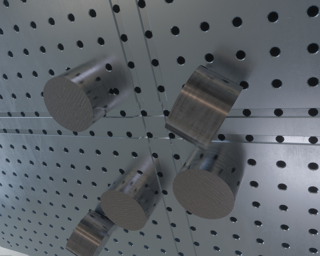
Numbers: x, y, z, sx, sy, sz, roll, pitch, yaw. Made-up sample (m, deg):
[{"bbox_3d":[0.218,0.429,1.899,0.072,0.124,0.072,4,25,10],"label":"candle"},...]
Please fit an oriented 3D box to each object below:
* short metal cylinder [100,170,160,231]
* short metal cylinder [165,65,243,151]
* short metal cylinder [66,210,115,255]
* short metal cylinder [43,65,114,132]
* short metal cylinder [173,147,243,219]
[{"bbox_3d":[-0.047,0.114,0.490,0.080,0.050,0.079,13,124,21],"label":"short metal cylinder"},{"bbox_3d":[0.048,-0.021,0.337,0.050,0.080,0.079,30,128,9],"label":"short metal cylinder"},{"bbox_3d":[-0.125,0.198,0.564,0.050,0.080,0.079,30,128,9],"label":"short metal cylinder"},{"bbox_3d":[-0.112,-0.041,0.428,0.080,0.050,0.079,13,124,21],"label":"short metal cylinder"},{"bbox_3d":[0.063,0.072,0.406,0.080,0.050,0.079,13,124,21],"label":"short metal cylinder"}]
